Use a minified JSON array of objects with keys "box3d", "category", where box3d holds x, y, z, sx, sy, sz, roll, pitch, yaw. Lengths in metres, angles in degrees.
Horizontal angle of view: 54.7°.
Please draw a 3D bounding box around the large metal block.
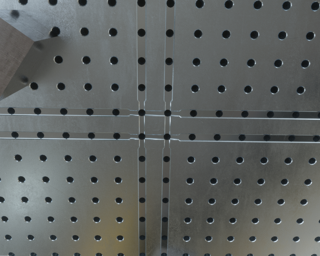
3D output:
[{"box3d":[-0.170,-0.084,0.351,0.050,0.080,0.080,36,106,-13],"category":"large metal block"}]
